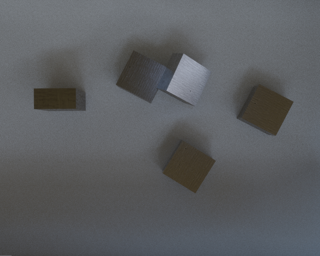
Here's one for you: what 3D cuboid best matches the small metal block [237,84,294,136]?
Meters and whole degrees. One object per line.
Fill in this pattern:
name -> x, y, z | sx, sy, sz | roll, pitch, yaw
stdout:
small metal block -> 0.139, -0.024, 0.413 | 0.050, 0.025, 0.050 | 27, 90, -1

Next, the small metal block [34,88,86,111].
small metal block -> -0.127, -0.036, 0.397 | 0.050, 0.050, 0.025 | -1, 90, -1

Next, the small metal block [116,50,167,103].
small metal block -> -0.023, -0.067, 0.411 | 0.050, 0.025, 0.050 | 27, 90, -1

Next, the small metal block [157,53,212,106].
small metal block -> 0.031, -0.062, 0.400 | 0.050, 0.025, 0.050 | 25, 90, -33

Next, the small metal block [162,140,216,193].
small metal block -> 0.038, 0.050, 0.412 | 0.050, 0.025, 0.050 | 32, 90, -1
